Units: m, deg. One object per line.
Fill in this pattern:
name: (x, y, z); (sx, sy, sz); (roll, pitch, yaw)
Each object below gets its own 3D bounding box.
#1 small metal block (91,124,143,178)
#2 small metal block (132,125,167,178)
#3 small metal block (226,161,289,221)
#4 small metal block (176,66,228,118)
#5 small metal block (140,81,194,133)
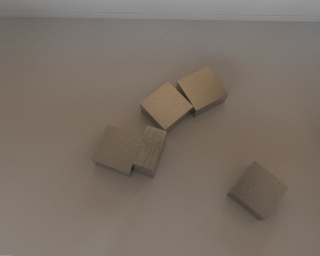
small metal block: (-0.052, 0.030, 0.398); (0.050, 0.025, 0.050); (20, 71, 6)
small metal block: (-0.012, 0.031, 0.385); (0.025, 0.050, 0.050); (18, 71, 6)
small metal block: (0.120, 0.078, 0.383); (0.050, 0.025, 0.050); (39, 74, 12)
small metal block: (0.057, -0.050, 0.429); (0.050, 0.025, 0.050); (-27, 73, -10)
small metal block: (0.009, -0.026, 0.419); (0.050, 0.025, 0.050); (-40, 75, -13)
